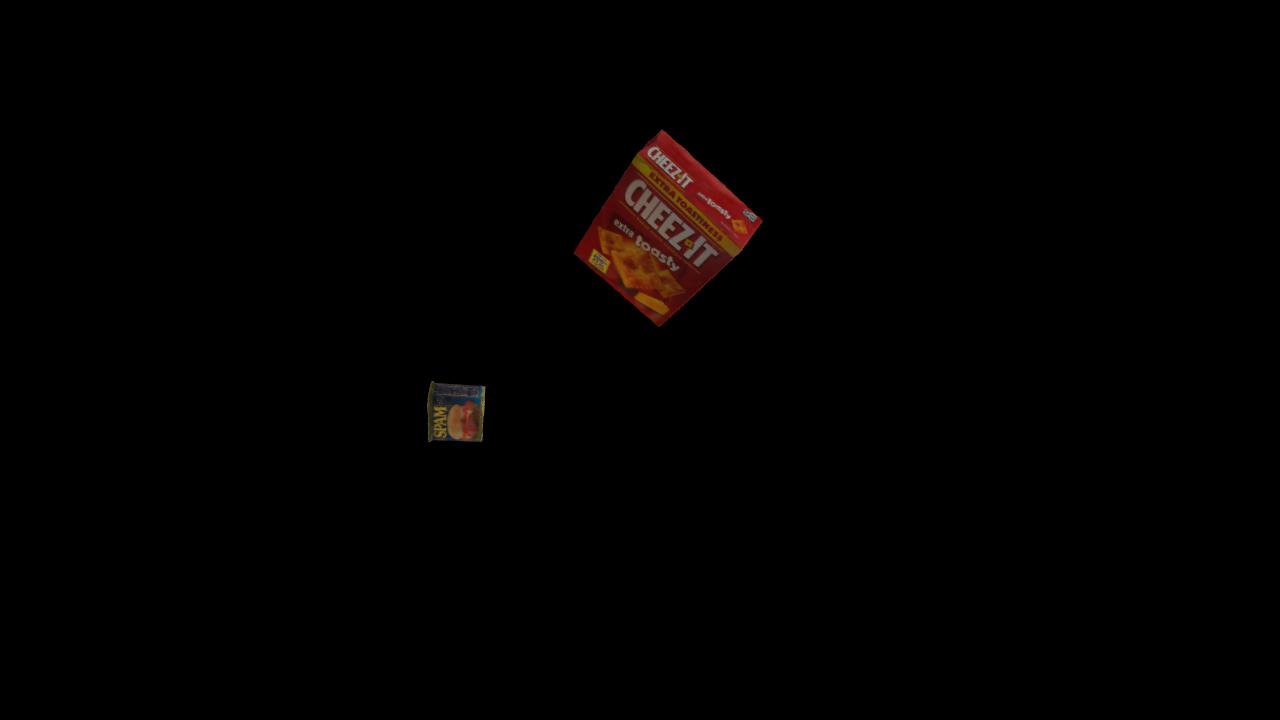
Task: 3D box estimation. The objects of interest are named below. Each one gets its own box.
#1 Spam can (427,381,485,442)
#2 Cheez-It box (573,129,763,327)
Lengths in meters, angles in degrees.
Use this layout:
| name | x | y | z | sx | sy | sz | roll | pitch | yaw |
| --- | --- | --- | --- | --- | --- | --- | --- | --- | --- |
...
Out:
| name | x | y | z | sx | sy | sz | roll | pitch | yaw |
| --- | --- | --- | --- | --- | --- | --- | --- | --- | --- |
| Spam can | -0.295 | 0.085 | 0.992 | 0.085 | 0.101 | 0.058 | 4 | 38 | -13 |
| Cheez-It box | 0.028 | -0.158 | 0.800 | 0.166 | 0.071 | 0.223 | 41 | -34 | -5 |
